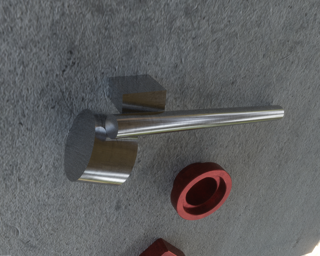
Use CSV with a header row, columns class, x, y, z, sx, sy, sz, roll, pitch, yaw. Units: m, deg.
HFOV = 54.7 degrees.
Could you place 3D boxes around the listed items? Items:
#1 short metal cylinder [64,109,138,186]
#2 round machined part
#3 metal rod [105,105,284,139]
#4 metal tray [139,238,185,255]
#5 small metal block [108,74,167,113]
class,x,y,z,sx,sy,sz,roll,pitch,yaw
short metal cylinder,-0.068,0.023,0.349,0.050,0.080,0.080,15,111,-34
round machined part,0.060,0.094,0.487,0.099,0.042,0.097,-14,124,-21
metal rod,0.069,-0.013,0.400,0.302,0.025,0.025,-6,122,-39
metal tray,-0.019,0.265,0.558,0.130,0.030,0.090,-42,130,0
small metal block,-0.027,-0.039,0.352,0.050,0.050,0.025,-9,122,-24
